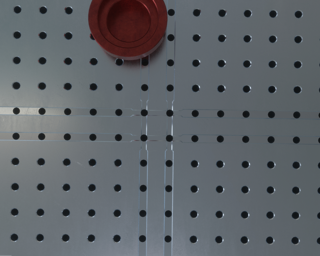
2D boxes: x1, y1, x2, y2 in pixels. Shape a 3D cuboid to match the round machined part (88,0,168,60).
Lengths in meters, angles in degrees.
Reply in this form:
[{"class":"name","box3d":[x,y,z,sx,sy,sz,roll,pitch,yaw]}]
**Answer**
[{"class":"round machined part","box3d":[-0.040,-0.137,0.404,0.099,0.042,0.097,0,90,0]}]
